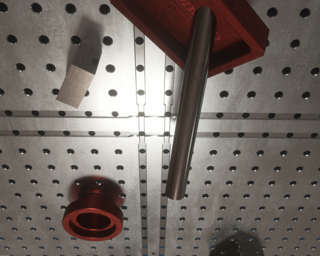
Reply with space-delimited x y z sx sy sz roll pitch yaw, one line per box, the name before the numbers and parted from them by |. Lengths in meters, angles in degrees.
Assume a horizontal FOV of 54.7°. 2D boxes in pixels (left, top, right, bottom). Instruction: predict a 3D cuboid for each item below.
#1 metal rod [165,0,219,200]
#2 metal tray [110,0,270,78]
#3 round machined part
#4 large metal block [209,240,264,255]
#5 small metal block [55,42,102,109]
metal rod | 0.036 -0.048 0.327 0.025 0.025 0.298 5 117 -5
metal tray | 0.029 -0.106 0.294 0.130 0.030 0.090 37 148 -28
round machined part | -0.111 0.148 0.525 0.099 0.042 0.097 -1 130 0
large metal block | 0.162 0.283 0.639 0.080 0.050 0.080 31 124 -24
small metal block | -0.090 -0.058 0.344 0.025 0.050 0.050 24 126 -19
